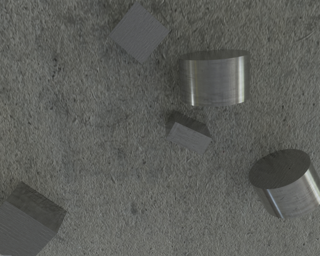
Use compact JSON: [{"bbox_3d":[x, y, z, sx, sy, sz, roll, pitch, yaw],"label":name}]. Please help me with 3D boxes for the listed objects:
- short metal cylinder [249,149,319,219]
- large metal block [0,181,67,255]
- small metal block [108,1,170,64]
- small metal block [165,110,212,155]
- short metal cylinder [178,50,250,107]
[{"bbox_3d":[0.166,0.072,0.409,0.080,0.080,0.050,-29,108,10],"label":"short metal cylinder"},{"bbox_3d":[-0.197,0.138,0.445,0.080,0.050,0.080,39,105,-14],"label":"large metal block"},{"bbox_3d":[-0.024,-0.113,0.368,0.050,0.025,0.050,40,105,-14],"label":"small metal block"},{"bbox_3d":[0.035,0.005,0.399,0.050,0.050,0.025,24,108,-9],"label":"small metal block"},{"bbox_3d":[0.063,-0.060,0.359,0.080,0.080,0.050,-5,110,1],"label":"short metal cylinder"}]
